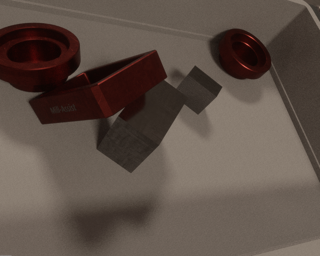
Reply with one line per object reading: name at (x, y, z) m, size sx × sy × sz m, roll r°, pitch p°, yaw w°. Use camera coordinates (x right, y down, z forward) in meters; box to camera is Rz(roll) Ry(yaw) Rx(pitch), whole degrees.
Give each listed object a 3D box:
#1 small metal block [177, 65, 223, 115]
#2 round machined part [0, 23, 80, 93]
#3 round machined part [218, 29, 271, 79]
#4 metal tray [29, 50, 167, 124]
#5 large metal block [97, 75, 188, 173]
small metal block at (0.054, -0.055, 0.454) m, size 0.050 × 0.050 × 0.025 m, roll 38°, pitch 51°, yaw -4°
round machined part at (-0.141, -0.077, 0.353) m, size 0.099 × 0.042 × 0.098 m, roll 5°, pitch 44°, yaw -5°
round machined part at (0.145, -0.126, 0.553) m, size 0.099 × 0.042 × 0.098 m, roll 14°, pitch 56°, yaw -21°
metal tray at (-0.068, -0.041, 0.329) m, size 0.091 × 0.130 × 0.030 m, roll -41°, pitch 116°, yaw -39°
large metal block at (-0.021, -0.005, 0.363) m, size 0.050 × 0.080 × 0.080 m, roll 36°, pitch 51°, yaw -5°
